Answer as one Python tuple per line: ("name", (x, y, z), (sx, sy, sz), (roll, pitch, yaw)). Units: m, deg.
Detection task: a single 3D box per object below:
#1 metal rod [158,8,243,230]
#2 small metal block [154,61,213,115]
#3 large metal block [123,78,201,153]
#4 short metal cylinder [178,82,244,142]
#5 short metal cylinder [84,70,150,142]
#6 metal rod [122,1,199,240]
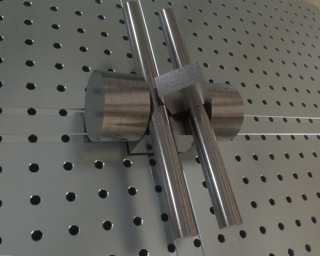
("metal rod", (0.042, -0.031, 0.381), (0.025, 0.025, 0.299), (1, 61, -28))
("small metal block", (0.027, -0.043, 0.348), (0.050, 0.050, 0.025), (-19, 65, 12))
("large metal block", (0.001, -0.015, 0.397), (0.081, 0.050, 0.080), (1, 61, -28))
("short metal cylinder", (0.066, -0.021, 0.416), (0.050, 0.080, 0.080), (0, 62, -27))
("short metal cylinder", (-0.051, -0.024, 0.355), (0.050, 0.080, 0.080), (2, 61, -28))
("metal rod", (-0.007, -0.029, 0.354), (0.025, 0.025, 0.299), (1, 61, -28))
